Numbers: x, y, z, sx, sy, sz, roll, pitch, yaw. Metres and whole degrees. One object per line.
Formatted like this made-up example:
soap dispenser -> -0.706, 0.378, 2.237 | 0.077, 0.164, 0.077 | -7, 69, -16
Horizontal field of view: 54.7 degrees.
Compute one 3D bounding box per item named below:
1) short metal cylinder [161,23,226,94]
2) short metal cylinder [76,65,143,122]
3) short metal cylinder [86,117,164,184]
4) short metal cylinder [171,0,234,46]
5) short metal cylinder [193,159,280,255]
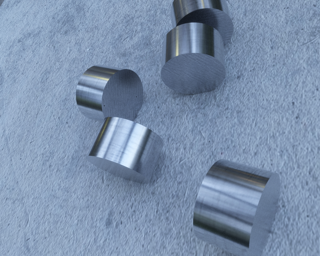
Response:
short metal cylinder -> 0.043, -0.087, 0.400 | 0.080, 0.080, 0.050 | -10, 58, 23
short metal cylinder -> -0.069, -0.045, 0.433 | 0.050, 0.080, 0.080 | 16, 70, 34
short metal cylinder -> -0.041, 0.028, 0.373 | 0.080, 0.080, 0.050 | 8, 66, 31
short metal cylinder -> 0.057, -0.147, 0.429 | 0.080, 0.080, 0.050 | -17, 55, 19
short metal cylinder -> 0.073, 0.073, 0.285 | 0.050, 0.080, 0.080 | 13, 68, 33
